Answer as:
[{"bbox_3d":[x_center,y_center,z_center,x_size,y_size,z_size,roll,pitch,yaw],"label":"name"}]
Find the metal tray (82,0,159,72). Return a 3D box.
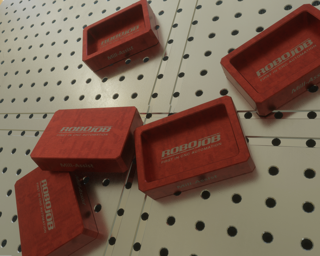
[{"bbox_3d":[-0.072,-0.161,0.539,0.130,0.030,0.090,-20,54,16],"label":"metal tray"}]

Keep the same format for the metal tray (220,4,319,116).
[{"bbox_3d":[0.152,-0.085,0.376,0.130,0.030,0.090,-33,52,6],"label":"metal tray"}]

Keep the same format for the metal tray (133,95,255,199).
[{"bbox_3d":[0.035,0.023,0.370,0.130,0.030,0.090,-20,54,16],"label":"metal tray"}]

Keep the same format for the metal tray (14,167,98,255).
[{"bbox_3d":[-0.143,0.106,0.413,0.090,0.030,0.130,-33,52,6],"label":"metal tray"}]

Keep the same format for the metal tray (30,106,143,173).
[{"bbox_3d":[-0.097,0.014,0.422,0.130,0.030,0.090,-1,47,18],"label":"metal tray"}]
